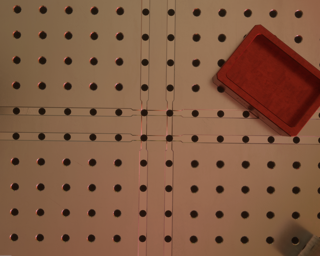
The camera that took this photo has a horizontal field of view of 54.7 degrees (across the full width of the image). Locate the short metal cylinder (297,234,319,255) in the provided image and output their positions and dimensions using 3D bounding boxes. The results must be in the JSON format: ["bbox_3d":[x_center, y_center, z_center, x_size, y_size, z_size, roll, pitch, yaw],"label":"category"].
[{"bbox_3d":[0.214,0.180,0.387,0.080,0.080,0.050,38,90,0],"label":"short metal cylinder"}]

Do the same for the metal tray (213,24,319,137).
[{"bbox_3d":[0.149,-0.061,0.411,0.130,0.030,0.090,38,90,0],"label":"metal tray"}]
